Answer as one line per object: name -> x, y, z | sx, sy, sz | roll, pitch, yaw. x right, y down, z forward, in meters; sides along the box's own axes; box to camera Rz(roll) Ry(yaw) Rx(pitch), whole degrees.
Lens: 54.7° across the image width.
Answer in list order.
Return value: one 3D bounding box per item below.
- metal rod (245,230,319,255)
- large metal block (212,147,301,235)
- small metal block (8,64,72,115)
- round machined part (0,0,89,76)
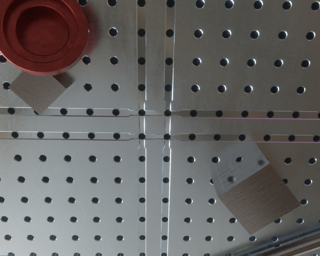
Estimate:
metal rod -> 0.161, 0.209, 0.492 | 0.301, 0.025, 0.025 | -23, 109, 8
large metal block -> 0.133, 0.088, 0.435 | 0.080, 0.050, 0.080 | -36, 107, 12
small metal block -> -0.151, -0.053, 0.392 | 0.050, 0.025, 0.050 | -42, 105, 13
round machined part -> -0.131, -0.107, 0.351 | 0.099, 0.042, 0.097 | 0, 89, -13
